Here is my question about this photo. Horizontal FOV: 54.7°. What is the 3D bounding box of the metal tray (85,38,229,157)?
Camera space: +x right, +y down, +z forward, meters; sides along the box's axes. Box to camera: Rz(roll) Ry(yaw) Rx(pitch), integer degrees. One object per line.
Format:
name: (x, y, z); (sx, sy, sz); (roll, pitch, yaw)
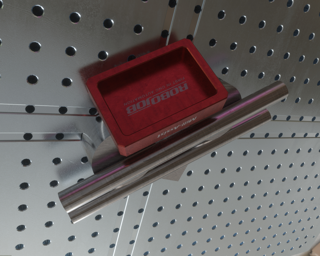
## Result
metal tray: (-0.003, -0.037, 0.344); (0.131, 0.090, 0.030); (-26, 160, -13)

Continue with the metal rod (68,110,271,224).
metal rod: (0.021, 0.044, 0.418); (0.302, 0.025, 0.025); (-26, 128, -13)

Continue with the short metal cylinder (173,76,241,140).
short metal cylinder: (0.060, -0.030, 0.412); (0.081, 0.050, 0.079); (-14, 125, -21)

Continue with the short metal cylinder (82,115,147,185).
short metal cylinder: (-0.051, 0.024, 0.383); (0.081, 0.050, 0.079); (-14, 125, -21)

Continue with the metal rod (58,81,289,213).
metal rod: (0.026, 0.016, 0.371); (0.302, 0.025, 0.025); (-27, 128, -12)

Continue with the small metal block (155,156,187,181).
small metal block: (0.013, 0.047, 0.448); (0.050, 0.025, 0.050); (16, 110, -35)
